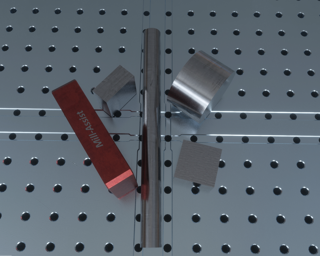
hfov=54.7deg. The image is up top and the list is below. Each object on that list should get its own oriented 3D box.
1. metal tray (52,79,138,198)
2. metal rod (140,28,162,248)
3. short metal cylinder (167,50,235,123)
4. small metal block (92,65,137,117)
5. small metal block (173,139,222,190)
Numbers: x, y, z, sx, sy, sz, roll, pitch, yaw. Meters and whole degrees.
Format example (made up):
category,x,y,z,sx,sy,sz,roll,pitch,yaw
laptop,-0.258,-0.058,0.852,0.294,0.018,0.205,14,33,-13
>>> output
category,x,y,z,sx,sy,sz,roll,pitch,yaw
metal tray,-0.075,0.016,0.370,0.030,0.090,0.130,-31,73,-11
metal rod,-0.011,-0.001,0.411,0.025,0.025,0.299,0,70,-1
short metal cylinder,0.053,-0.053,0.402,0.050,0.080,0.080,36,74,12
small metal block,-0.059,-0.048,0.414,0.025,0.050,0.050,40,75,13
small metal block,0.048,0.047,0.396,0.050,0.025,0.050,14,71,5
